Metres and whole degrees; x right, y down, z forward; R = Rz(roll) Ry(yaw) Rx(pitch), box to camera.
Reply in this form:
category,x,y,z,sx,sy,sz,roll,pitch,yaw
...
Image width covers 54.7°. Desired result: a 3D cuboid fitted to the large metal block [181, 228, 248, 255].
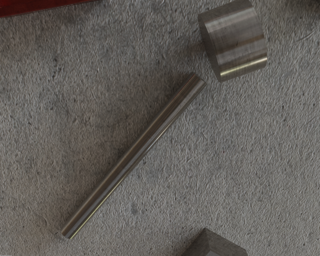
category,x,y,z,sx,sy,sz,roll,pitch,yaw
large metal block,0.082,0.215,0.477,0.080,0.050,0.080,31,107,-11

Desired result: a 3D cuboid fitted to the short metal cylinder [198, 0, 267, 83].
category,x,y,z,sx,sy,sz,roll,pitch,yaw
short metal cylinder,0.079,-0.097,0.346,0.050,0.080,0.080,-19,109,6

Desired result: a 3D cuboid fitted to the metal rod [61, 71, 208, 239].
category,x,y,z,sx,sy,sz,roll,pitch,yaw
metal rod,-0.044,0.047,0.426,0.025,0.025,0.299,37,106,-13

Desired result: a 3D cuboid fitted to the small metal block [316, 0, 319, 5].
category,x,y,z,sx,sy,sz,roll,pitch,yaw
small metal block,0.203,-0.166,0.352,0.050,0.025,0.050,42,104,-14

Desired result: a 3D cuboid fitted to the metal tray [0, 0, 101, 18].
category,x,y,z,sx,sy,sz,roll,pitch,yaw
metal tray,-0.130,-0.178,0.339,0.131,0.030,0.089,-10,110,3
